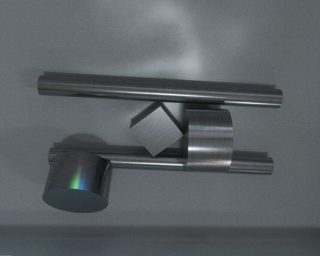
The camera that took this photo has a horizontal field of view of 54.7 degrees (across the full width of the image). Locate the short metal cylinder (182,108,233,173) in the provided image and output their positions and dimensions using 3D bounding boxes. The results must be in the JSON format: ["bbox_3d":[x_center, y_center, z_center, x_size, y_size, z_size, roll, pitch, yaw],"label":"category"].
[{"bbox_3d":[0.057,0.015,0.387,0.050,0.080,0.079,2,110,-1],"label":"short metal cylinder"}]

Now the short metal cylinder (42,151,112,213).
[{"bbox_3d":[-0.105,0.072,0.403,0.081,0.050,0.080,1,144,1],"label":"short metal cylinder"}]

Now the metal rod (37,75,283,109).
[{"bbox_3d":[0.002,-0.045,0.392,0.302,0.025,0.025,3,110,-2],"label":"metal rod"}]

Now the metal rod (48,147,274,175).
[{"bbox_3d":[0.003,0.046,0.426,0.302,0.025,0.025,3,110,-2],"label":"metal rod"}]

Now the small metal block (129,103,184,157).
[{"bbox_3d":[-0.004,0.001,0.410,0.050,0.025,0.050,-36,107,12],"label":"small metal block"}]
